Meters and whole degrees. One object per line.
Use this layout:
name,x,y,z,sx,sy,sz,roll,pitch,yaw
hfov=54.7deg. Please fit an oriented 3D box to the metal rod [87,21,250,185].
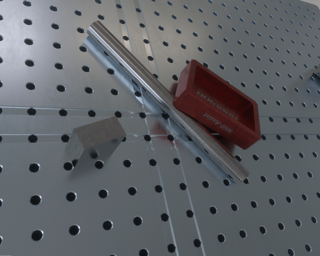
metal rod,0.010,-0.037,0.436,0.300,0.025,0.025,46,51,3

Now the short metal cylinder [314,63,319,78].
short metal cylinder,0.378,-0.129,0.655,0.050,0.080,0.080,42,51,0

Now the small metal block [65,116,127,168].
small metal block,-0.072,0.016,0.344,0.050,0.050,0.025,-20,73,-36

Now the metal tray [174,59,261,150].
metal tray,0.087,-0.035,0.454,0.130,0.030,0.090,31,40,-15
